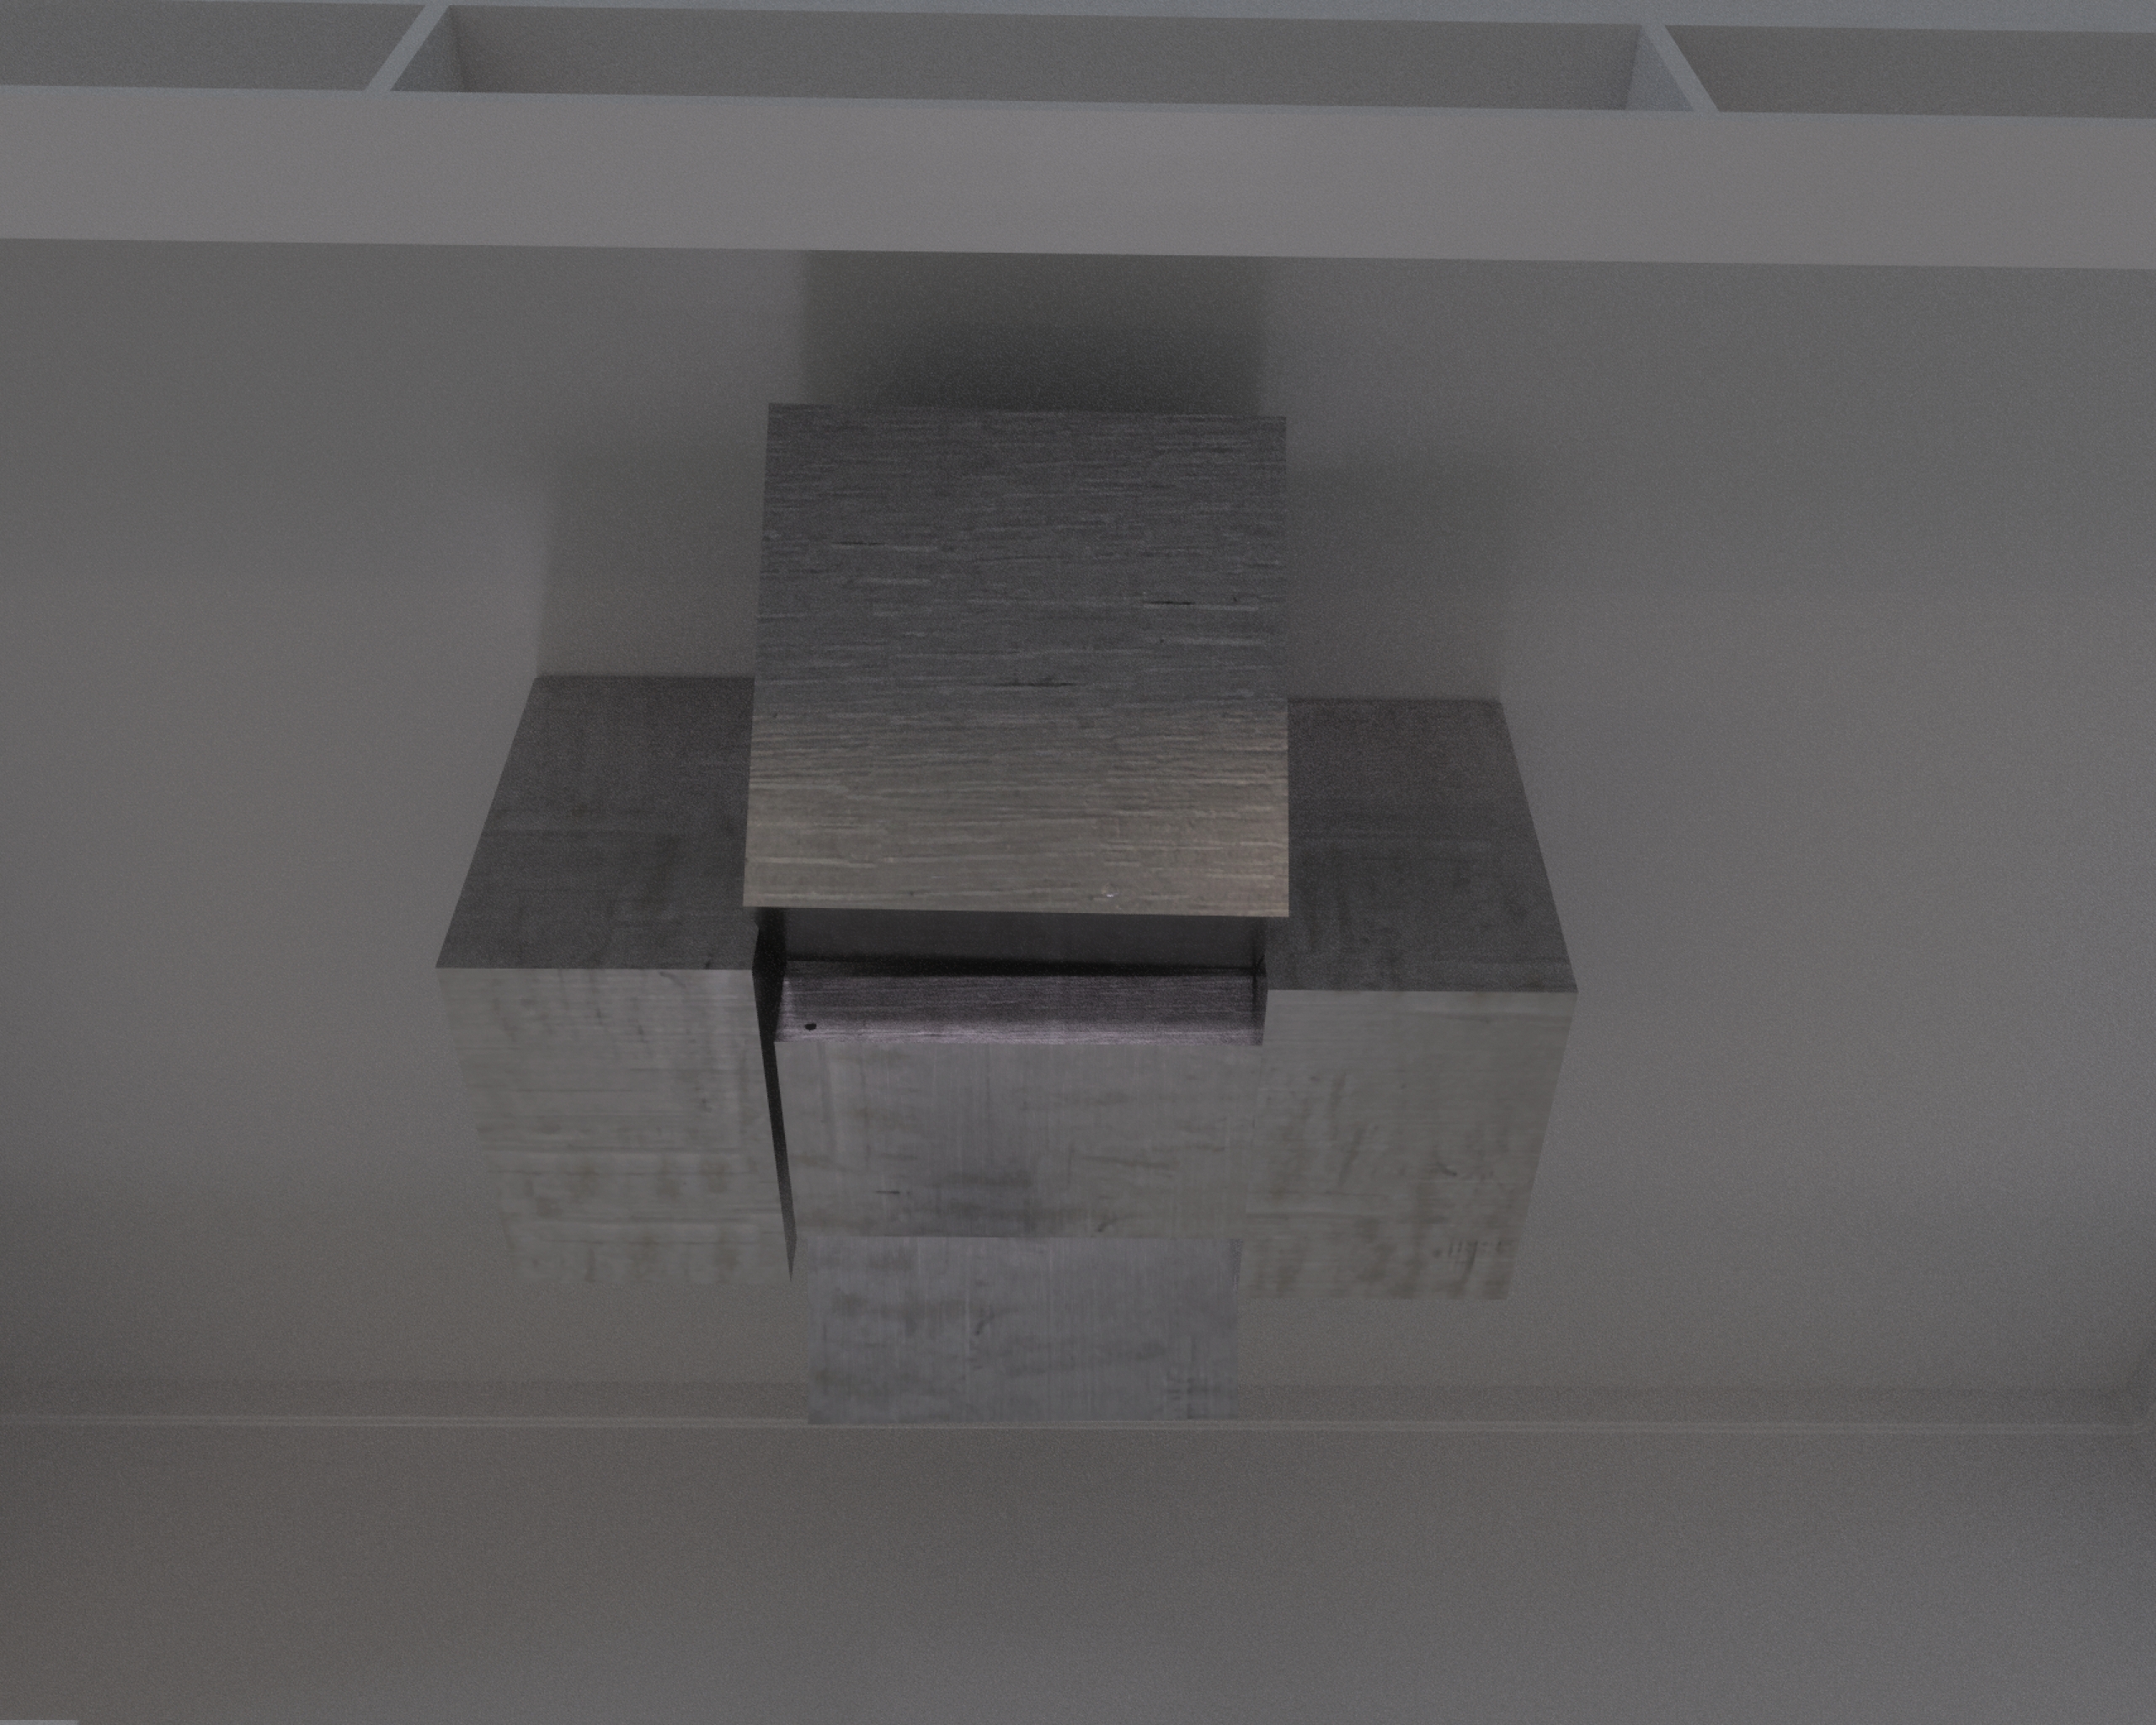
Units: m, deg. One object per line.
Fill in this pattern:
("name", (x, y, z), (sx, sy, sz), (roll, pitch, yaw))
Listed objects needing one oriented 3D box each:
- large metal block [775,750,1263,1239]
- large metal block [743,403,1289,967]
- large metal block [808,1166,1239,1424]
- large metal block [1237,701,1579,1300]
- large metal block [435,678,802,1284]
("large metal block", (-0.010, 0.023, 0.391), (0.081, 0.080, 0.050), (1, 130, -1))
("large metal block", (-0.009, -0.026, 0.341), (0.081, 0.080, 0.050), (1, 168, -1))
("large metal block", (-0.011, 0.081, 0.431), (0.081, 0.080, 0.050), (0, 88, -2))
("large metal block", (0.055, 0.025, 0.393), (0.050, 0.080, 0.079), (1, 130, -1))
("large metal block", (-0.078, 0.021, 0.389), (0.050, 0.080, 0.079), (0, 130, -1))
